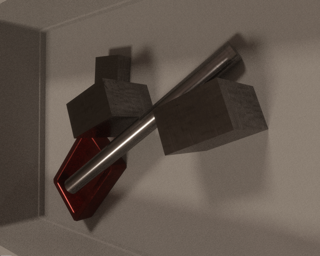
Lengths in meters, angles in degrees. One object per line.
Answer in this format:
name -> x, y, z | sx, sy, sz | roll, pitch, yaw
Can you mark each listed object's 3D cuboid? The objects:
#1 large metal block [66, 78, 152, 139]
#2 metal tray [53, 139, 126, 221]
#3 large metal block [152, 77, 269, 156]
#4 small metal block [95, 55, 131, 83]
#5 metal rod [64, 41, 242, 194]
large metal block -> -0.066, -0.023, 0.423 | 0.080, 0.081, 0.050 | -26, 74, 37
metal tray -> -0.117, 0.074, 0.496 | 0.090, 0.030, 0.129 | 50, 119, 28
large metal block -> 0.053, -0.009, 0.326 | 0.080, 0.081, 0.050 | -25, 75, 37
small metal block -> -0.071, -0.081, 0.463 | 0.050, 0.025, 0.050 | 5, 93, 39
metal rod -> -0.025, 0.001, 0.399 | 0.299, 0.025, 0.025 | -39, 66, 24
